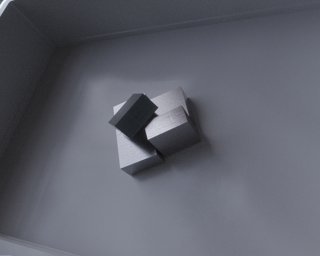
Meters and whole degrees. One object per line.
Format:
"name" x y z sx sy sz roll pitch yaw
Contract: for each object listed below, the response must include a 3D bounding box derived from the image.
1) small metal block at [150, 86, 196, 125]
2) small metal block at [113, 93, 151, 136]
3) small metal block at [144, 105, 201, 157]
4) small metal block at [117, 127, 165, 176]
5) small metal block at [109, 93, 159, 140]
"small metal block" 0.014 -0.020 0.407 0.050 0.025 0.050 -22 54 14
"small metal block" -0.034 -0.013 0.428 0.050 0.025 0.050 -22 54 14
"small metal block" 0.016 0.005 0.375 0.050 0.050 0.025 -25 53 12
"small metal block" -0.026 0.027 0.399 0.050 0.025 0.050 -22 54 14
"small metal block" -0.034 -0.016 0.382 0.050 0.025 0.050 -50 17 -8
